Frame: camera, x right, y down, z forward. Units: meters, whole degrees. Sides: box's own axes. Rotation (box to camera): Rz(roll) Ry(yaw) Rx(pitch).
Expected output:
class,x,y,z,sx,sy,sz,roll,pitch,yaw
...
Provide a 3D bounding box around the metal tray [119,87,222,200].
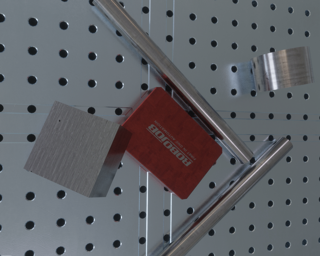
class,x,y,z,sx,sy,sz,roll,pitch,yaw
metal tray,0.010,0.021,0.414,0.130,0.030,0.090,44,76,-15

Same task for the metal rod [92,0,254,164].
class,x,y,z,sx,sy,sz,roll,pitch,yaw
metal rod,0.027,-0.060,0.422,0.300,0.025,0.025,46,76,-15

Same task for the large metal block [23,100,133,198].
class,x,y,z,sx,sy,sz,roll,pitch,yaw
large metal block,-0.089,0.025,0.348,0.080,0.050,0.080,20,82,13

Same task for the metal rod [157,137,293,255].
class,x,y,z,sx,sy,sz,roll,pitch,yaw
metal rod,0.085,0.115,0.444,0.301,0.025,0.025,-39,103,-16

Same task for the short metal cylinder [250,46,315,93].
class,x,y,z,sx,sy,sz,roll,pitch,yaw
short metal cylinder,0.176,-0.083,0.448,0.081,0.080,0.050,-12,94,-20
